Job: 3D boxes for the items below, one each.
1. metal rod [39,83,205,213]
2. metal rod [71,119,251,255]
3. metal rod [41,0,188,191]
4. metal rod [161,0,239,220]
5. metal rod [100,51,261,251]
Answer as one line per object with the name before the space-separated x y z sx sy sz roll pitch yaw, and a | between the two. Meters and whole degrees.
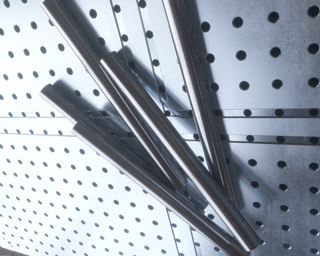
metal rod | -0.057 0.038 0.465 0.300 0.025 0.025 40 129 1
metal rod | 0.000 0.089 0.438 0.300 0.025 0.025 38 129 1
metal rod | -0.054 -0.038 0.417 0.025 0.025 0.299 -26 104 37
metal rod | 0.057 -0.005 0.378 0.025 0.025 0.299 -4 117 30
metal rod | 0.026 0.029 0.392 0.025 0.025 0.300 -37 90 39
